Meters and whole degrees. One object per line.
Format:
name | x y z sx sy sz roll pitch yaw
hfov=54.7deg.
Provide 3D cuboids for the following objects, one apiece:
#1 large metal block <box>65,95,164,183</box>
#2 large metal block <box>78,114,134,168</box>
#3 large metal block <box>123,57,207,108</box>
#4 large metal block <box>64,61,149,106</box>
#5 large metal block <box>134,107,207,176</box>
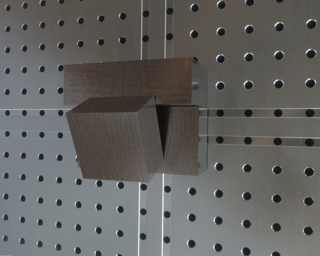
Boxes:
large metal block | -0.047 0.011 0.344 0.080 0.050 0.079 0 114 19
large metal block | -0.062 0.013 0.418 0.080 0.050 0.079 1 90 19
large metal block | 0.009 -0.051 0.378 0.080 0.080 0.050 1 91 19
large metal block | -0.067 -0.052 0.405 0.080 0.080 0.050 1 91 19
large metal block | 0.015 0.014 0.391 0.080 0.050 0.079 1 90 19
